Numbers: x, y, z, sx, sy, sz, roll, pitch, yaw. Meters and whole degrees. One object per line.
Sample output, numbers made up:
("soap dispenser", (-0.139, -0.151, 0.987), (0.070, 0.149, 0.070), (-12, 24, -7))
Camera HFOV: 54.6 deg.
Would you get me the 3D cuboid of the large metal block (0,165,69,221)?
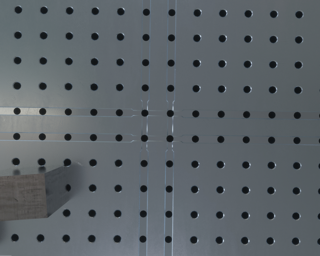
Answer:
("large metal block", (-0.167, 0.078, 0.385), (0.080, 0.080, 0.050), (-4, 90, 0))
